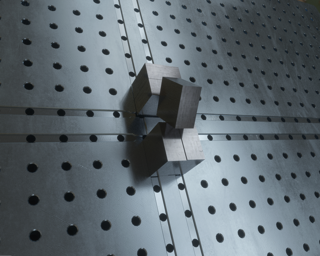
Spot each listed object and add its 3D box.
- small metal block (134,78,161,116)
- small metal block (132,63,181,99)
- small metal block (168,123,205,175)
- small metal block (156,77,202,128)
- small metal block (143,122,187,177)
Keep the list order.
[{"bbox_3d":[0.000,-0.039,0.417,0.050,0.050,0.025,2,61,-28],"label":"small metal block"},{"bbox_3d":[-0.005,-0.062,0.428,0.050,0.050,0.025,2,61,-28],"label":"small metal block"},{"bbox_3d":[0.027,0.026,0.391,0.025,0.050,0.050,1,61,-28],"label":"small metal block"},{"bbox_3d":[0.021,-0.031,0.371,0.025,0.050,0.050,0,19,-28],"label":"small metal block"},{"bbox_3d":[0.004,0.027,0.379,0.025,0.050,0.050,1,61,-28],"label":"small metal block"}]
